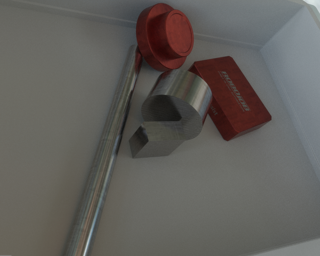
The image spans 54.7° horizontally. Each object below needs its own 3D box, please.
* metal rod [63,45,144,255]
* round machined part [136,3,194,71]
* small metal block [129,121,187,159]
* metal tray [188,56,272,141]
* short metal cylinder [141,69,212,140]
[{"bbox_3d":[-0.057,0.007,0.371,0.025,0.025,0.300,22,53,-16],"label":"metal rod"},{"bbox_3d":[0.014,-0.135,0.458,0.099,0.042,0.097,5,84,-49],"label":"round machined part"},{"bbox_3d":[-0.004,0.015,0.380,0.050,0.050,0.025,-1,63,-29],"label":"small metal block"},{"bbox_3d":[0.109,-0.051,0.495,0.091,0.030,0.130,-17,71,-35],"label":"metal tray"},{"bbox_3d":[0.023,-0.029,0.402,0.080,0.080,0.050,32,52,-8],"label":"short metal cylinder"}]
